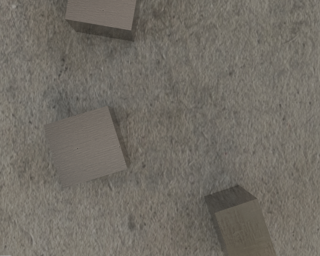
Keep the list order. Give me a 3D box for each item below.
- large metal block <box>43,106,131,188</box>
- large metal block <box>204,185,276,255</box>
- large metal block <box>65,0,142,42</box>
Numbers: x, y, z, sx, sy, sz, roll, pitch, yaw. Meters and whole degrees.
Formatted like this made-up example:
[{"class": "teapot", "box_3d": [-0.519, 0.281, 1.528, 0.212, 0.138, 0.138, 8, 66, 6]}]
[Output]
[{"class": "large metal block", "box_3d": [-0.090, 0.023, 0.396, 0.080, 0.050, 0.080, -17, 90, -1]}, {"class": "large metal block", "box_3d": [0.097, 0.124, 0.384, 0.050, 0.080, 0.080, -18, 90, 0]}, {"class": "large metal block", "box_3d": [-0.068, -0.163, 0.397, 0.080, 0.050, 0.080, 10, 90, -1]}]
